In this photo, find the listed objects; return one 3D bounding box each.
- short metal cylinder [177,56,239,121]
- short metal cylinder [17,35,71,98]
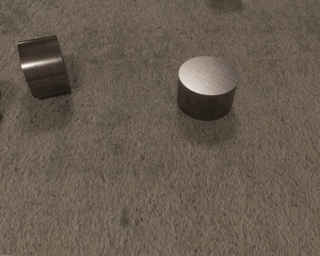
[{"bbox_3d":[0.065,-0.056,0.435,0.081,0.050,0.080,0,50,0],"label":"short metal cylinder"},{"bbox_3d":[-0.161,-0.086,0.438,0.050,0.080,0.080,-15,52,-12],"label":"short metal cylinder"}]
